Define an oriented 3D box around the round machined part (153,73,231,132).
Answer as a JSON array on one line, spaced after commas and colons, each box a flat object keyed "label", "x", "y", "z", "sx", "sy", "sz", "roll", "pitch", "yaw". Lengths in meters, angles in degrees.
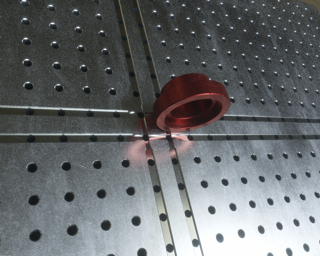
[{"label": "round machined part", "x": 0.038, "y": -0.035, "z": 0.405, "sx": 0.099, "sy": 0.097, "sz": 0.042, "roll": 0, "pitch": 62, "yaw": -29}]
